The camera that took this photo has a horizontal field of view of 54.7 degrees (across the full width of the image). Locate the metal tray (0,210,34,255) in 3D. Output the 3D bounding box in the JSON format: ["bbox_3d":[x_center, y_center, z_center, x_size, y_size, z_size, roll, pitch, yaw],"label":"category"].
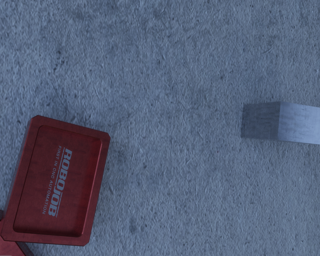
[{"bbox_3d":[-0.184,0.168,0.339,0.091,0.030,0.130,-32,101,-17],"label":"metal tray"}]

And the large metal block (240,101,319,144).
[{"bbox_3d":[0.176,-0.006,0.447,0.081,0.080,0.050,6,88,-20],"label":"large metal block"}]

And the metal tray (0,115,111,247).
[{"bbox_3d":[-0.114,0.059,0.347,0.091,0.030,0.129,17,75,-28],"label":"metal tray"}]
